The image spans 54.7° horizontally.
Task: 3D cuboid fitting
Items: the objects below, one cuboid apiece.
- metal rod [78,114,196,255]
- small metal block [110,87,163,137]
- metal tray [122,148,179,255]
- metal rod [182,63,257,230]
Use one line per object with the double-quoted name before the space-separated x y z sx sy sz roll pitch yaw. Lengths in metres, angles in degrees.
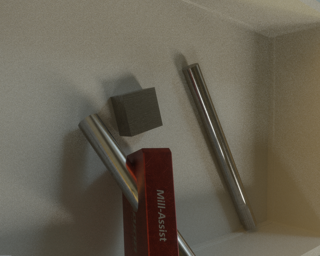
"metal rod" 0.007 0.110 0.316 0.025 0.025 0.299 -28 76 -37
"small metal block" -0.028 -0.020 0.385 0.050 0.025 0.050 -20 103 -38
"metal tray" -0.014 0.091 0.334 0.030 0.090 0.129 1 77 -21
"metal rod" 0.100 0.041 0.493 0.025 0.025 0.299 -37 113 -34
